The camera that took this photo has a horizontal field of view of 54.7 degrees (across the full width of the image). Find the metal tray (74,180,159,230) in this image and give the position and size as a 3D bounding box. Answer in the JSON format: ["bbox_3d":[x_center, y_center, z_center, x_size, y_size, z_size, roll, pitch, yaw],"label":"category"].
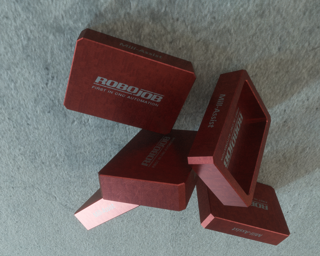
[{"bbox_3d":[-0.048,0.080,0.412,0.030,0.090,0.129,51,131,-5],"label":"metal tray"}]

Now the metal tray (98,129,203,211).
[{"bbox_3d":[0.000,0.039,0.356,0.090,0.131,0.030,4,113,18],"label":"metal tray"}]

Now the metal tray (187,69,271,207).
[{"bbox_3d":[0.084,0.010,0.348,0.030,0.130,0.090,-7,136,40],"label":"metal tray"}]

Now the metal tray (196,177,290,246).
[{"bbox_3d":[0.121,0.116,0.465,0.131,0.090,0.030,18,128,-15],"label":"metal tray"}]

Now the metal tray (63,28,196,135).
[{"bbox_3d":[-0.036,-0.049,0.357,0.131,0.030,0.089,15,124,-13],"label":"metal tray"}]
